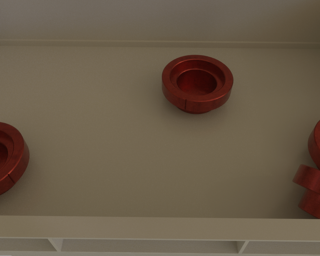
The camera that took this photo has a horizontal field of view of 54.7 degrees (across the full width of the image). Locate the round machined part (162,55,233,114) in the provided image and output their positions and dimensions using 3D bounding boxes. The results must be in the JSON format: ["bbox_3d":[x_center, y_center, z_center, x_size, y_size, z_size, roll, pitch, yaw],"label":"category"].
[{"bbox_3d":[0.052,-0.058,0.443,0.099,0.042,0.098,0,50,0],"label":"round machined part"}]

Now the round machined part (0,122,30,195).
[{"bbox_3d":[-0.201,0.043,0.357,0.099,0.042,0.098,0,50,0],"label":"round machined part"}]

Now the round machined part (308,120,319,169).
[{"bbox_3d":[0.227,0.031,0.369,0.099,0.042,0.098,0,50,0],"label":"round machined part"}]

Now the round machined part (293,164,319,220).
[{"bbox_3d":[0.180,0.076,0.307,0.098,0.098,0.042,26,92,20],"label":"round machined part"}]
